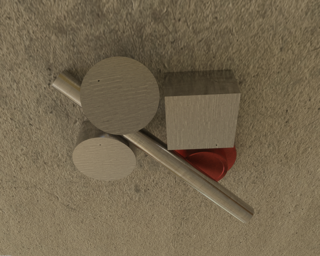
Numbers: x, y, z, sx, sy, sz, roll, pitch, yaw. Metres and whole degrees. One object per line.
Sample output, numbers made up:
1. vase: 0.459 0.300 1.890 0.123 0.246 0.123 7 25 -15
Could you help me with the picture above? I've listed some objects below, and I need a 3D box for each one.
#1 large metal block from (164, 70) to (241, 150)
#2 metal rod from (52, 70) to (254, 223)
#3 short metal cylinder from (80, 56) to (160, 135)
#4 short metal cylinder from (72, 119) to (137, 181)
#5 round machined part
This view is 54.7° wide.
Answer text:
1. large metal block: 0.047 -0.021 0.372 0.080 0.050 0.079 -3 130 2
2. metal rod: 0.000 0.030 0.390 0.301 0.025 0.025 37 122 -12
3. short metal cylinder: -0.045 -0.034 0.338 0.081 0.050 0.079 -1 92 -14
4. short metal cylinder: -0.071 0.025 0.414 0.081 0.050 0.079 0 130 0
5. round machined part: 0.058 0.044 0.434 0.099 0.042 0.097 0 130 0
